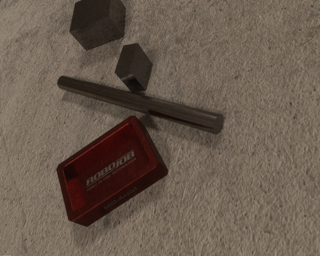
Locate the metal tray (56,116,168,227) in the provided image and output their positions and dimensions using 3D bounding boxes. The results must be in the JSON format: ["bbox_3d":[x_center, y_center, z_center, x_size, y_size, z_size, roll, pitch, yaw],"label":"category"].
[{"bbox_3d":[-0.065,0.054,0.400,0.130,0.030,0.090,-34,52,5],"label":"metal tray"}]

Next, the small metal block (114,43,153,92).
[{"bbox_3d":[-0.038,-0.089,0.460,0.025,0.050,0.050,-2,61,27],"label":"small metal block"}]

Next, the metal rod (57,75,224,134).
[{"bbox_3d":[-0.049,-0.042,0.453,0.300,0.025,0.025,17,71,34],"label":"metal rod"}]

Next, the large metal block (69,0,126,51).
[{"bbox_3d":[-0.111,-0.198,0.566,0.080,0.050,0.080,-14,56,20],"label":"large metal block"}]
